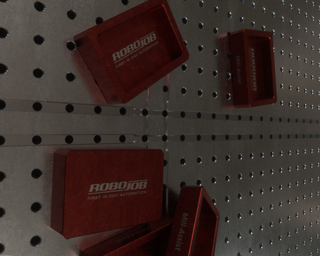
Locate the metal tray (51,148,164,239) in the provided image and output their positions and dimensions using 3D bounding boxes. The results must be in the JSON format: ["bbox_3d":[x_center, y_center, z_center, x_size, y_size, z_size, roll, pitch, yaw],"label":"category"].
[{"bbox_3d":[-0.055,0.069,0.361,0.131,0.030,0.089,3,88,-40],"label":"metal tray"}]

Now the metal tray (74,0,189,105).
[{"bbox_3d":[-0.028,-0.099,0.383,0.131,0.030,0.090,-40,115,-33],"label":"metal tray"}]

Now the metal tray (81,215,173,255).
[{"bbox_3d":[-0.027,0.175,0.385,0.131,0.030,0.089,-12,98,-40],"label":"metal tray"}]

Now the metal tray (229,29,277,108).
[{"bbox_3d":[0.167,-0.104,0.548,0.091,0.030,0.129,-10,97,-40],"label":"metal tray"}]

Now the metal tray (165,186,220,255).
[{"bbox_3d":[0.044,0.153,0.407,0.090,0.030,0.130,58,38,-42],"label":"metal tray"}]
